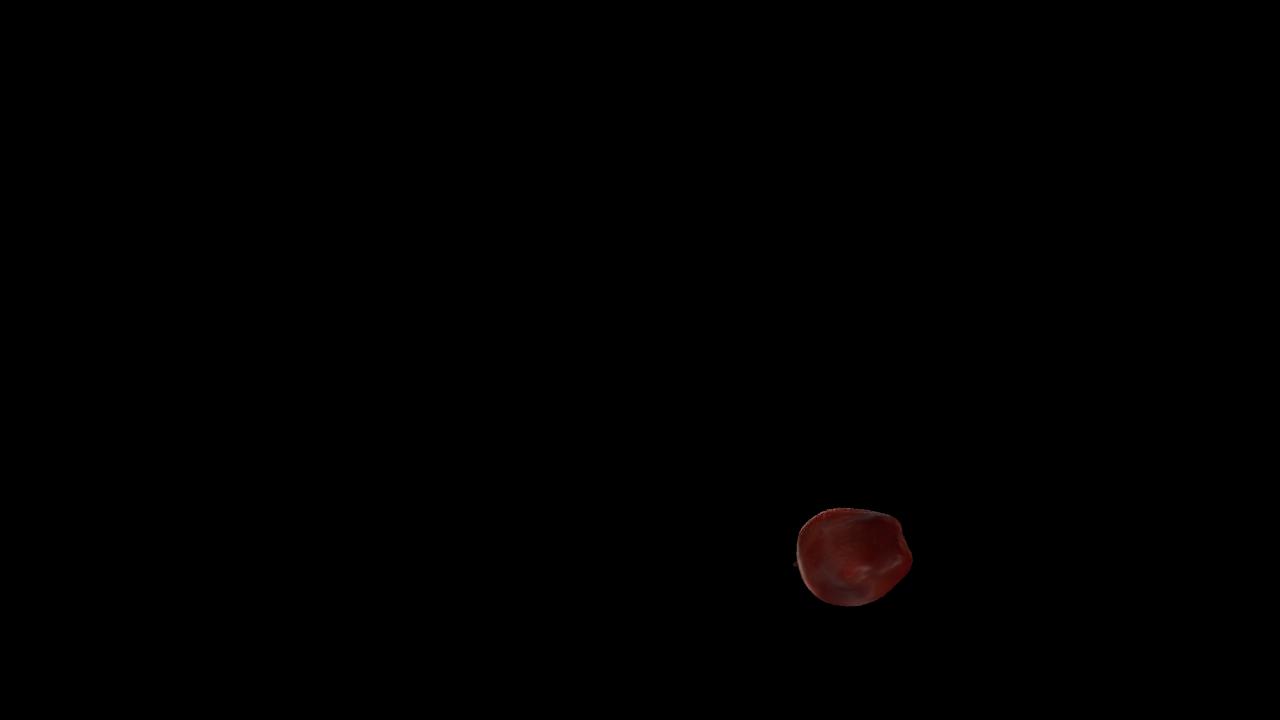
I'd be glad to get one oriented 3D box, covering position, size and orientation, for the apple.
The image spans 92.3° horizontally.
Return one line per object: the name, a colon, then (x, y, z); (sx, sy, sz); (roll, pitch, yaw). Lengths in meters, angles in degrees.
apple: (0.173, 0.161, 0.509); (0.093, 0.079, 0.079); (-21, -7, 18)
